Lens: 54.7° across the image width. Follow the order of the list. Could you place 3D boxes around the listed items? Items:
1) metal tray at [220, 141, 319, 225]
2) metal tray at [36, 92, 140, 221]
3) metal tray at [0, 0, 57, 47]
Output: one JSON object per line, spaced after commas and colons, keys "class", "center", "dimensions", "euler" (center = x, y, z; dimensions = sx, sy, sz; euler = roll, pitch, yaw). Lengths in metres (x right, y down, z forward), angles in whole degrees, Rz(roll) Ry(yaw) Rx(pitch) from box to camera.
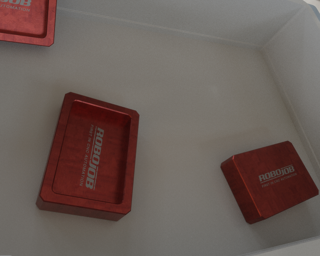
{"class": "metal tray", "center": [0.160, 0.074, 0.446], "dimensions": [0.131, 0.030, 0.090], "euler": [-10, 67, -33]}
{"class": "metal tray", "center": [-0.074, 0.030, 0.344], "dimensions": [0.091, 0.030, 0.130], "euler": [16, 55, -20]}
{"class": "metal tray", "center": [-0.189, -0.148, 0.354], "dimensions": [0.131, 0.089, 0.030], "euler": [1, 21, -28]}
